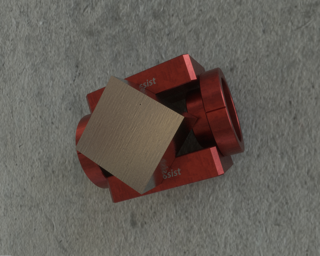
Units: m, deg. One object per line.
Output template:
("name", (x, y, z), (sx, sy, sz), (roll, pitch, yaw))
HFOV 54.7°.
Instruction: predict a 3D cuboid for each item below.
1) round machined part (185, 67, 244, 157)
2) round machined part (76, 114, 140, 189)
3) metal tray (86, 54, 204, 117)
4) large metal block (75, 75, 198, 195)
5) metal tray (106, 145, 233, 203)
("round machined part", (0.060, -0.015, 0.349), (0.042, 0.098, 0.097), (-16, 85, 19))
("round machined part", (-0.059, 0.024, 0.391), (0.042, 0.098, 0.097), (-16, 85, 19))
("metal tray", (-0.011, -0.044, 0.380), (0.130, 0.090, 0.030), (-19, 84, 18))
("large metal block", (-0.022, 0.005, 0.306), (0.080, 0.050, 0.080), (31, 100, 17))
("metal tray", (0.015, 0.051, 0.368), (0.130, 0.090, 0.030), (-18, 84, 18))
